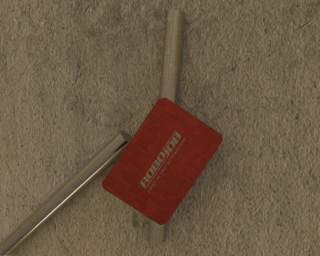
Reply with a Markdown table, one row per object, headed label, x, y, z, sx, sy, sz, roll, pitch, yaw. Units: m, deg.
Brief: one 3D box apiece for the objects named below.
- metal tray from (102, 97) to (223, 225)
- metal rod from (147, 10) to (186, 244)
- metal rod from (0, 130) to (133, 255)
| label | x | y | z | sx | sy | sz | roll | pitch | yaw |
| --- | --- | --- | --- | --- | --- | --- | --- | --- | --- |
| metal tray | 0.003 | 0.039 | 0.379 | 0.090 | 0.030 | 0.130 | 34 | 91 | -3 |
| metal rod | 0.008 | 0.000 | 0.406 | 0.025 | 0.025 | 0.298 | 6 | 92 | 20 |
| metal rod | -0.153 | 0.109 | 0.462 | 0.299 | 0.025 | 0.025 | -42 | 77 | 15 |
